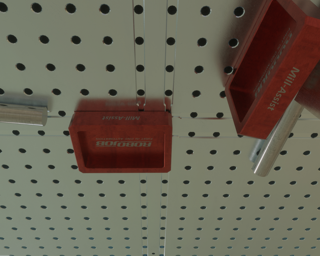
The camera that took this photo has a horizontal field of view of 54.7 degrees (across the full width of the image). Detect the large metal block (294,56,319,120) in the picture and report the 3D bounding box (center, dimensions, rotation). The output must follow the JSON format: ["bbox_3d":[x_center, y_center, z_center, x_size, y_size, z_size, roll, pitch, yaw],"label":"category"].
[{"bbox_3d":[0.207,-0.054,0.332,0.081,0.050,0.079,-12,135,-26],"label":"large metal block"}]

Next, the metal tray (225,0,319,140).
[{"bbox_3d":[0.112,-0.064,0.316,0.030,0.090,0.129,12,129,-10],"label":"metal tray"}]

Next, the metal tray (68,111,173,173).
[{"bbox_3d":[-0.050,0.021,0.425,0.131,0.030,0.089,0,130,-1],"label":"metal tray"}]

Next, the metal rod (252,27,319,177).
[{"bbox_3d":[0.172,-0.048,0.373,0.025,0.025,0.298,6,130,-5],"label":"metal rod"}]

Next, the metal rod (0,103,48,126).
[{"bbox_3d":[-0.297,-0.028,0.383,0.302,0.025,0.025,5,130,-5],"label":"metal rod"}]
